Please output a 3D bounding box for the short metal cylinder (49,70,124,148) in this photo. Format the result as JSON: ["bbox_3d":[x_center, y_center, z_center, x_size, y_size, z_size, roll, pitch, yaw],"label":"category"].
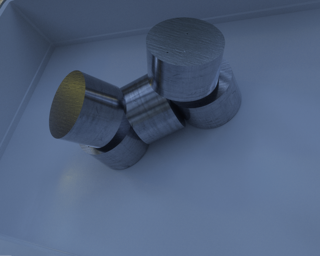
[{"bbox_3d":[-0.087,-0.021,0.361,0.080,0.050,0.080,-20,61,42],"label":"short metal cylinder"}]

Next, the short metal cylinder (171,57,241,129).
[{"bbox_3d":[0.055,-0.046,0.386,0.080,0.050,0.080,-13,56,20],"label":"short metal cylinder"}]

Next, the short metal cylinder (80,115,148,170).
[{"bbox_3d":[-0.061,0.009,0.412,0.080,0.050,0.080,-13,56,20],"label":"short metal cylinder"}]

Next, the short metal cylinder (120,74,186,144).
[{"bbox_3d":[-0.009,-0.027,0.388,0.050,0.080,0.080,-26,53,12],"label":"short metal cylinder"}]

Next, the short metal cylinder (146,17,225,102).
[{"bbox_3d":[0.026,-0.075,0.335,0.081,0.050,0.080,0,53,0],"label":"short metal cylinder"}]
